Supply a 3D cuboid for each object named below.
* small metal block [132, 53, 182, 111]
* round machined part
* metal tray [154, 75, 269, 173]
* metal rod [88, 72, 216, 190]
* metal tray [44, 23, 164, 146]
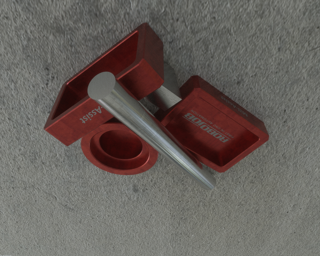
[{"bbox_3d":[-0.006,-0.054,0.340,0.025,0.050,0.050,-34,137,28],"label":"small metal block"},{"bbox_3d":[-0.049,0.015,0.405,0.099,0.042,0.097,4,134,4],"label":"round machined part"},{"bbox_3d":[0.065,0.000,0.407,0.131,0.030,0.090,31,124,-24],"label":"metal tray"},{"bbox_3d":[0.016,0.026,0.361,0.025,0.025,0.300,-21,149,16],"label":"metal rod"},{"bbox_3d":[-0.057,-0.046,0.325,0.130,0.090,0.030,-30,124,22],"label":"metal tray"}]
